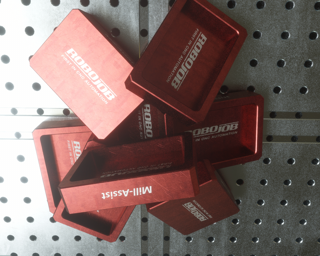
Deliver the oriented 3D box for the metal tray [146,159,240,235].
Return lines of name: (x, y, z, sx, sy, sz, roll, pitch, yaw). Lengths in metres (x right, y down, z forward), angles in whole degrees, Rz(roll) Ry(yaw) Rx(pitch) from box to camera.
metal tray: (0.046, 0.097, 0.411, 0.090, 0.030, 0.130, -27, 141, 10)

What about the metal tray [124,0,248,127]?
metal tray: (0.032, -0.078, 0.346, 0.090, 0.030, 0.130, 32, 74, -11)

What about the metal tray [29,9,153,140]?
metal tray: (-0.079, -0.062, 0.369, 0.090, 0.030, 0.130, -43, 89, 14)

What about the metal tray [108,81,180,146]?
metal tray: (-0.019, 0.005, 0.412, 0.090, 0.030, 0.129, -5, 108, 0)

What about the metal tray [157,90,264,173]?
metal tray: (0.066, 0.007, 0.394, 0.131, 0.030, 0.089, -10, 111, -15)

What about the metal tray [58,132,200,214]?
metal tray: (-0.027, 0.043, 0.325, 0.130, 0.090, 0.030, -10, 110, 8)

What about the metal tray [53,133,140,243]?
metal tray: (-0.073, 0.080, 0.407, 0.090, 0.030, 0.129, 25, 108, -9)

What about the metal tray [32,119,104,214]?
metal tray: (-0.115, 0.054, 0.430, 0.090, 0.030, 0.129, -4, 109, 1)
